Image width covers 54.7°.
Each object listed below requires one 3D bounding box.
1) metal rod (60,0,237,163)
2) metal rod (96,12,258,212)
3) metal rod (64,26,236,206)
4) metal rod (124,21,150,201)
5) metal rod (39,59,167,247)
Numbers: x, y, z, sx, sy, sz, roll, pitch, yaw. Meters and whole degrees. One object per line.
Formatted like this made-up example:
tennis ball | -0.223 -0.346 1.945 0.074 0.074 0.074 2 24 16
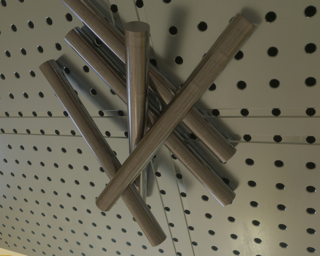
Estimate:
metal rod | -0.020 -0.071 0.376 0.300 0.025 0.025 45 129 -4
metal rod | 0.003 0.001 0.367 0.025 0.025 0.298 39 116 2
metal rod | -0.009 -0.011 0.407 0.300 0.025 0.025 47 129 -5
metal rod | -0.028 0.011 0.401 0.025 0.025 0.298 19 135 16
metal rod | -0.080 0.036 0.442 0.025 0.025 0.299 -31 92 37
